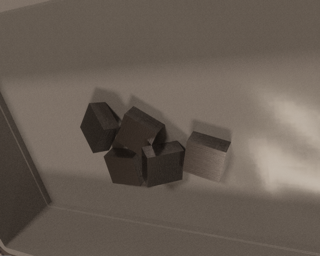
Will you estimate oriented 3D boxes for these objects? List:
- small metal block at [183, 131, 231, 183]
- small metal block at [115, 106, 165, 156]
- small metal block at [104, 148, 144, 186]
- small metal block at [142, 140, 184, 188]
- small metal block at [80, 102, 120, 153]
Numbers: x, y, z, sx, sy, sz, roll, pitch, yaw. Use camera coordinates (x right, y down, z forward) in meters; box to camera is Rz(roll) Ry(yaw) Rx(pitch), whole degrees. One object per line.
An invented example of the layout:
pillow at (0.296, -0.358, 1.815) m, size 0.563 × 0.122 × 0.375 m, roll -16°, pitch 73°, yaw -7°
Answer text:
small metal block at (0.060, 0.037, 0.399) m, size 0.050 × 0.025 × 0.050 m, roll 17°, pitch 125°, yaw 18°
small metal block at (-0.028, 0.006, 0.426) m, size 0.050 × 0.025 × 0.050 m, roll 31°, pitch 128°, yaw 7°
small metal block at (-0.051, 0.059, 0.470) m, size 0.050 × 0.025 × 0.050 m, roll 1°, pitch 119°, yaw 27°
small metal block at (0.003, 0.048, 0.418) m, size 0.050 × 0.025 × 0.050 m, roll -10°, pitch 124°, yaw -17°
small metal block at (-0.086, -0.001, 0.437) m, size 0.050 × 0.025 × 0.050 m, roll 57°, pitch 135°, yaw 28°
